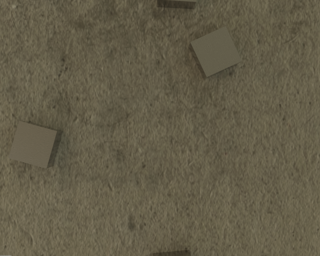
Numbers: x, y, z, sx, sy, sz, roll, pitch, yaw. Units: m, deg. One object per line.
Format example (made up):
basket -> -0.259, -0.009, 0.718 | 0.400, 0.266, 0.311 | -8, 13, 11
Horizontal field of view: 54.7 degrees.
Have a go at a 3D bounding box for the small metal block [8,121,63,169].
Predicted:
small metal block -> -0.163, 0.021, 0.408 | 0.050, 0.025, 0.050 | 16, 90, -1

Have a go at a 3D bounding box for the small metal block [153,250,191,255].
small metal block -> 0.017, 0.194, 0.410 | 0.050, 0.025, 0.050 | -5, 90, -1

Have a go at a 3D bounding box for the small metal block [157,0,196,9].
small metal block -> 0.023, -0.188, 0.410 | 0.050, 0.025, 0.050 | 3, 90, -1

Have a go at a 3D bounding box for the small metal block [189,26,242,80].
small metal block -> 0.072, -0.099, 0.411 | 0.050, 0.025, 0.050 | -25, 90, -1
